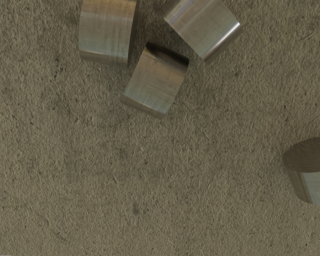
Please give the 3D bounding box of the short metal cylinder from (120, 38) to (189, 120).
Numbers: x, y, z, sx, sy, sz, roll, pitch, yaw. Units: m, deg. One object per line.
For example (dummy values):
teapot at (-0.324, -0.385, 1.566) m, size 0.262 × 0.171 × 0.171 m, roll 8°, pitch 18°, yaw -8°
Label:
short metal cylinder at (-0.007, -0.056, 0.360) m, size 0.050 × 0.080 × 0.080 m, roll 24°, pitch 108°, yaw -9°

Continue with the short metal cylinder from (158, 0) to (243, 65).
short metal cylinder at (0.044, -0.115, 0.338) m, size 0.080 × 0.080 × 0.050 m, roll 43°, pitch 105°, yaw -14°

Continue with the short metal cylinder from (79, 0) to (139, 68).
short metal cylinder at (-0.054, -0.110, 0.339) m, size 0.050 × 0.080 × 0.079 m, roll 10°, pitch 110°, yaw -4°

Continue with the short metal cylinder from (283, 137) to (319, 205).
short metal cylinder at (0.208, 0.054, 0.402) m, size 0.080 × 0.080 × 0.050 m, roll -24°, pitch 109°, yaw 8°
